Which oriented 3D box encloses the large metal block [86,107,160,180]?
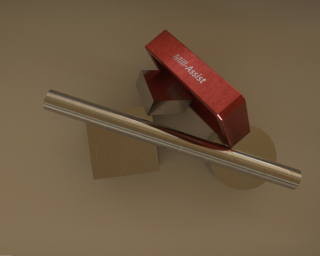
[{"bbox_3d":[-0.045,0.018,0.397,0.081,0.050,0.080,-8,90,-1],"label":"large metal block"}]

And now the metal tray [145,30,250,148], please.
[{"bbox_3d":[0.043,-0.044,0.353,0.030,0.090,0.130,-41,61,-1],"label":"metal tray"}]

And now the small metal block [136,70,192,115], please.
[{"bbox_3d":[0.004,-0.044,0.376,0.050,0.025,0.050,-4,54,-27],"label":"small metal block"}]

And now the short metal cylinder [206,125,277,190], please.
[{"bbox_3d":[0.101,0.035,0.399,0.081,0.050,0.079,0,90,-1],"label":"short metal cylinder"}]

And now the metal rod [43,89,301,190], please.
[{"bbox_3d":[0.015,0.014,0.359,0.302,0.025,0.025,18,90,-1],"label":"metal rod"}]
